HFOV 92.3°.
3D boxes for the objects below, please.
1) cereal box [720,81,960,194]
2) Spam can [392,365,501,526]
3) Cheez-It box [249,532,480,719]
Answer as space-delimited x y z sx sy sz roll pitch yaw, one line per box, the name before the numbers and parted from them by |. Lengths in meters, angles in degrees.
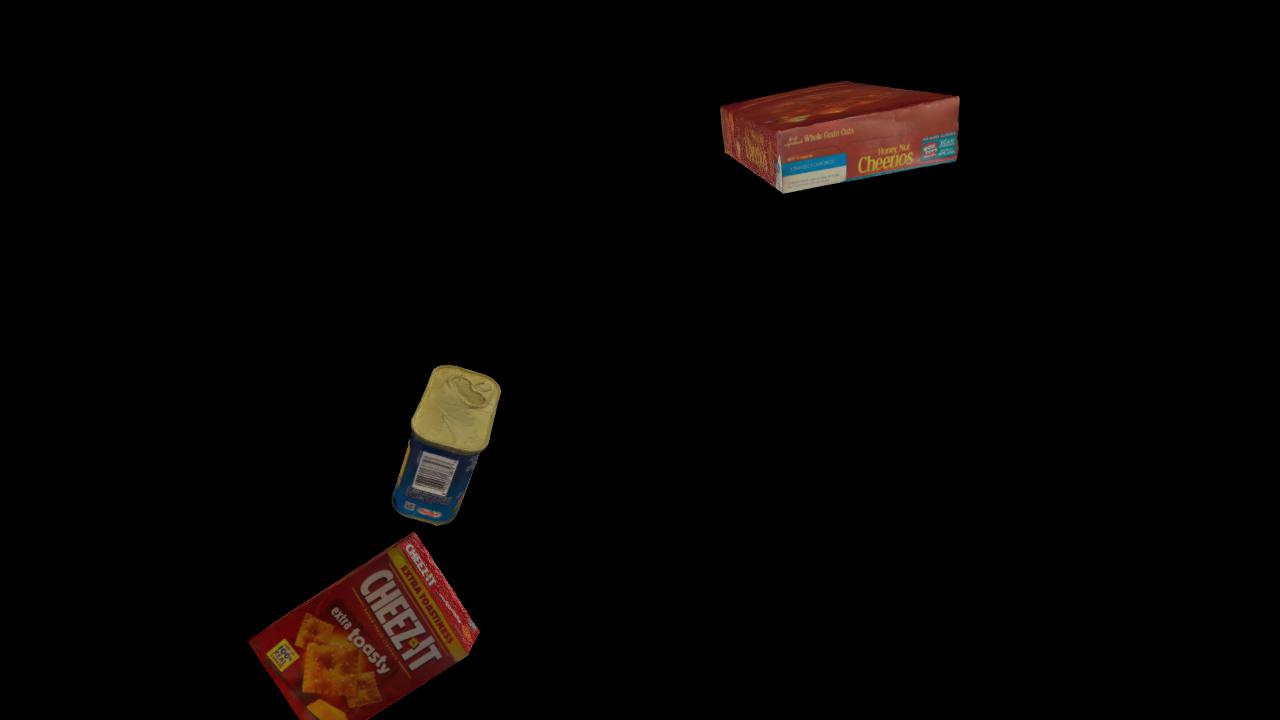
cereal box | 0.235 -0.298 0.798 0.203 0.081 0.306 -12 28 -1
Spam can | -0.157 0.067 0.496 0.058 0.085 0.101 20 28 -14
Cheez-It box | -0.345 0.354 0.785 0.223 0.166 0.071 -32 1 -2
